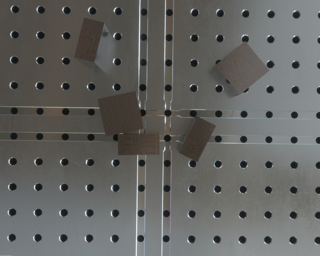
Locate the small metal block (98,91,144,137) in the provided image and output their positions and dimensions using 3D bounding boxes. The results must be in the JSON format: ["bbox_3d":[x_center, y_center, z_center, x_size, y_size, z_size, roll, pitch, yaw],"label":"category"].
[{"bbox_3d":[-0.051,-0.018,0.413,0.050,0.025,0.050,-12,90,-1],"label":"small metal block"}]

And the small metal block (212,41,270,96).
[{"bbox_3d":[0.107,-0.078,0.415,0.050,0.025,0.050,-39,91,0],"label":"small metal block"}]

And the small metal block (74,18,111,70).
[{"bbox_3d":[-0.086,-0.107,0.400,0.025,0.050,0.050,14,90,0],"label":"small metal block"}]

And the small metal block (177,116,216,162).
[{"bbox_3d":[0.046,0.014,0.402,0.025,0.050,0.050,27,90,0],"label":"small metal block"}]

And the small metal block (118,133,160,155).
[{"bbox_3d":[-0.026,0.020,0.401,0.050,0.050,0.025,-1,90,-1],"label":"small metal block"}]
